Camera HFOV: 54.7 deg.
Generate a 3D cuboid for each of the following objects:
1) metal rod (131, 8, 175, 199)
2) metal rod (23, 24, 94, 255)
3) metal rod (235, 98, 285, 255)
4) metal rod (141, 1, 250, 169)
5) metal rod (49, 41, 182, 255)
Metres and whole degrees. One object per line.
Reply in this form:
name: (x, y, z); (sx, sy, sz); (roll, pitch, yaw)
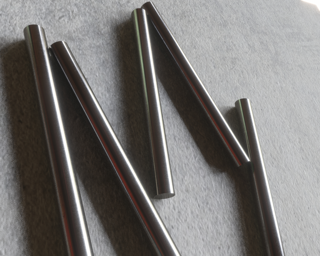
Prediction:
metal rod: (-0.014, -0.052, 0.429); (0.025, 0.025, 0.299); (6, 59, -26)
metal rod: (-0.114, 0.009, 0.337); (0.025, 0.025, 0.299); (-5, 64, -31)
metal rod: (0.140, 0.088, 0.427); (0.025, 0.025, 0.299); (12, 57, -22)
metal rod: (0.048, -0.075, 0.476); (0.025, 0.025, 0.299); (-17, 71, -35)
metal rod: (-0.057, 0.022, 0.360); (0.025, 0.025, 0.299); (-20, 72, -36)
